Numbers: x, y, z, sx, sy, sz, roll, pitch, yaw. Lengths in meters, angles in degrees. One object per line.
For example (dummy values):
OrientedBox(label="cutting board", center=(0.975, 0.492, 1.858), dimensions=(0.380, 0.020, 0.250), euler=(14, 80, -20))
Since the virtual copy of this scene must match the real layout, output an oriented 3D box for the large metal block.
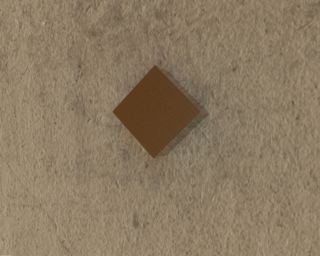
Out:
OrientedBox(label="large metal block", center=(0.002, -0.020, 0.395), dimensions=(0.080, 0.050, 0.080), euler=(-46, 76, 14))
